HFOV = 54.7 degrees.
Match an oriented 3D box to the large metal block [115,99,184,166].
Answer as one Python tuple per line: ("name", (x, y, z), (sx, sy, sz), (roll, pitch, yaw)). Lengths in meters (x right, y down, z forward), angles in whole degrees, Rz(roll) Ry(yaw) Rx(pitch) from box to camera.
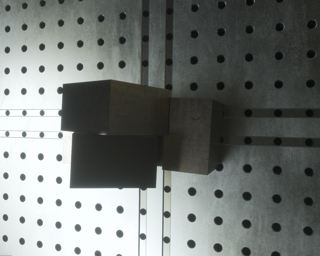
("large metal block", (-0.015, 0.005, 0.401), (0.080, 0.050, 0.079), (3, 91, 19))

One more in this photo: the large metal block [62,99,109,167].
("large metal block", (-0.082, 0.005, 0.411), (0.050, 0.080, 0.079), (2, 91, 20))

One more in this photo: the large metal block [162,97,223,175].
("large metal block", (0.042, 0.008, 0.368), (0.050, 0.080, 0.079), (4, 92, 20))

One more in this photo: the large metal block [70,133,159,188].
("large metal block", (-0.051, 0.031, 0.329), (0.081, 0.080, 0.050), (3, 91, -14))

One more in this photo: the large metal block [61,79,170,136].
("large metal block", (-0.047, -0.019, 0.331), (0.080, 0.081, 0.050), (3, 91, 42))
